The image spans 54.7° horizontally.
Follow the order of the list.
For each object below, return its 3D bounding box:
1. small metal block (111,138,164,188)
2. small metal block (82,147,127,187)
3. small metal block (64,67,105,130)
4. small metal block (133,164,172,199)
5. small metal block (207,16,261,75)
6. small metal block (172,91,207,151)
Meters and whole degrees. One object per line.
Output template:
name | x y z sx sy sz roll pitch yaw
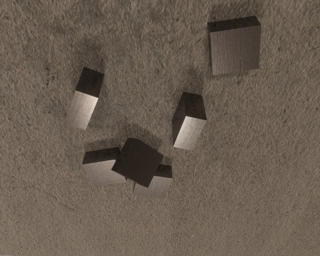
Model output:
small metal block | -0.031 0.048 0.429 0.050 0.050 0.025 33 164 -25
small metal block | -0.079 0.057 0.455 0.050 0.025 0.050 -10 130 7
small metal block | -0.088 -0.035 0.360 0.025 0.050 0.050 19 127 -16
small metal block | -0.012 0.080 0.476 0.050 0.025 0.050 9 130 -8
small metal block | 0.079 -0.088 0.333 0.050 0.025 0.050 -7 130 5
small metal block | 0.035 -0.009 0.384 0.025 0.050 0.050 12 129 -10
